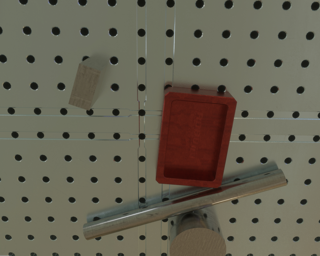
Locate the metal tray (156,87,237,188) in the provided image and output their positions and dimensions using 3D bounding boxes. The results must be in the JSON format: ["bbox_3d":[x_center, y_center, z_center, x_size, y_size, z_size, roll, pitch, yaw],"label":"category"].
[{"bbox_3d":[0.045,0.014,0.416,0.091,0.030,0.129,5,110,-3],"label":"metal tray"}]

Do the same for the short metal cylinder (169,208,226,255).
[{"bbox_3d":[0.054,0.166,0.462,0.081,0.050,0.079,0,110,-1],"label":"short metal cylinder"}]

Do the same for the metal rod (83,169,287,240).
[{"bbox_3d":[0.032,0.114,0.455,0.301,0.025,0.025,-17,110,5],"label":"metal rod"}]

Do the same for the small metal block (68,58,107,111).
[{"bbox_3d":[-0.087,-0.055,0.379,0.025,0.050,0.050,19,109,-7],"label":"small metal block"}]
